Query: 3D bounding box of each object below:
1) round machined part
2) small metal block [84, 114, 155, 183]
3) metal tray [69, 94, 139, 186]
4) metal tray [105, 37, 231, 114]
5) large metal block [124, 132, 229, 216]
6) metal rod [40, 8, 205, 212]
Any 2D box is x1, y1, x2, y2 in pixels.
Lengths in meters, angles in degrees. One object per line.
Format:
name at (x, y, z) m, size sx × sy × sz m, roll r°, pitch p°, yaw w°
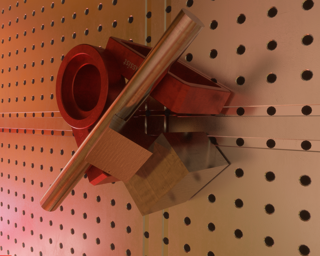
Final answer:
round machined part at (-0.079, -0.048, 0.371) m, size 0.098 × 0.042 × 0.097 m, roll 0°, pitch 90°, yaw 39°
small metal block at (-0.041, 0.022, 0.318) m, size 0.050 × 0.050 × 0.025 m, roll -50°, pitch 16°, yaw 28°
metal tray at (-0.070, 0.007, 0.422) m, size 0.030 × 0.091 × 0.130 m, roll -36°, pitch 68°, yaw 34°
metal tray at (0.006, -0.061, 0.359) m, size 0.130 × 0.091 × 0.030 m, roll 38°, pitch 114°, yaw 33°
large metal block at (0.017, 0.049, 0.353) m, size 0.080 × 0.081 × 0.050 m, roll -49°, pitch 62°, yaw 29°
metal rod at (-0.059, 0.002, 0.338) m, size 0.299 × 0.025 × 0.025 m, roll -48°, pitch 62°, yaw 29°
